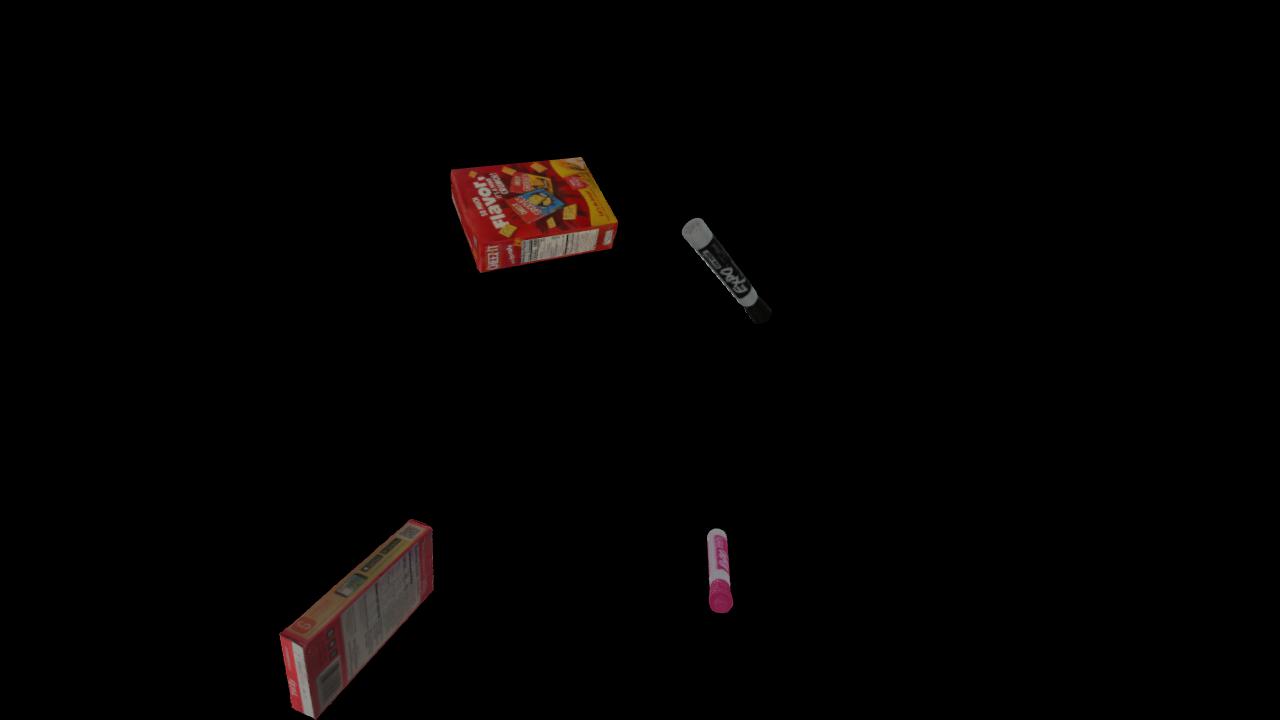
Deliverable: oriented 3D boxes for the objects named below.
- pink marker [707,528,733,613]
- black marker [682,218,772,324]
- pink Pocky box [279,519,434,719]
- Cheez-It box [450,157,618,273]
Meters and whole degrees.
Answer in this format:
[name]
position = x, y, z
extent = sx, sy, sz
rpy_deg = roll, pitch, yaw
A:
[pink marker]
position = 0.067, 0.178, 0.525
extent = 0.020, 0.020, 0.121
rpy_deg = 0, 9, 6
[black marker]
position = 0.073, -0.067, 0.491
extent = 0.020, 0.020, 0.121
rpy_deg = 0, -31, 42
[pink Pocky box]
position = -0.240, 0.220, 0.542
extent = 0.029, 0.084, 0.155
rpy_deg = 15, 25, 15
[Cheez-It box]
position = -0.168, -0.235, 0.973
extent = 0.223, 0.166, 0.071
rpy_deg = -14, -30, -23
